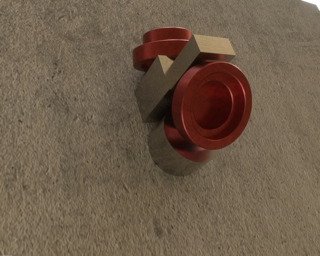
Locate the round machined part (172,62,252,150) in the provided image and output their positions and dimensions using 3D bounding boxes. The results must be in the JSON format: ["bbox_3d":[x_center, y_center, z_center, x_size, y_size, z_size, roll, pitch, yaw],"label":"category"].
[{"bbox_3d":[0.055,-0.027,0.357,0.099,0.042,0.097,-7,103,-28],"label":"round machined part"}]

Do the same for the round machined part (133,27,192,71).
[{"bbox_3d":[0.011,-0.107,0.426,0.099,0.098,0.042,-2,88,-30],"label":"round machined part"}]

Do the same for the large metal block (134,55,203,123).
[{"bbox_3d":[0.022,-0.049,0.412,0.081,0.080,0.050,-2,63,-30],"label":"large metal block"}]

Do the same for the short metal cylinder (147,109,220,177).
[{"bbox_3d":[0.030,0.017,0.398,0.081,0.050,0.080,14,56,-21],"label":"short metal cylinder"}]

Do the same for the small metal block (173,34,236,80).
[{"bbox_3d":[0.051,-0.081,0.364,0.050,0.050,0.025,-3,63,-30],"label":"small metal block"}]
